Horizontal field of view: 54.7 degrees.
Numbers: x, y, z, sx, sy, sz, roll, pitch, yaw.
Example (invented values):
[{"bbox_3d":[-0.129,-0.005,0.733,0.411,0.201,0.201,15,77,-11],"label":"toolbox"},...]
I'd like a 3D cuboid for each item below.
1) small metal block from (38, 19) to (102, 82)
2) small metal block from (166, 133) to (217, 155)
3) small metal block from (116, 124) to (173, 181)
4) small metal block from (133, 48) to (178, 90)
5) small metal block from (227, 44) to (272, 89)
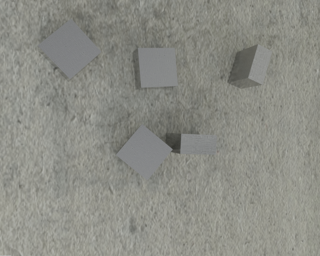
[{"bbox_3d":[-0.108,-0.092,0.370,0.050,0.025,0.050,-46,105,-14],"label":"small metal block"},{"bbox_3d":[0.040,0.020,0.412,0.050,0.050,0.025,3,89,-21],"label":"small metal block"},{"bbox_3d":[-0.021,0.031,0.396,0.050,0.025,0.050,40,81,-5],"label":"small metal block"},{"bbox_3d":[-0.006,-0.078,0.408,0.050,0.025,0.050,-6,92,-20],"label":"small metal block"},{"bbox_3d":[0.128,-0.087,0.445,0.025,0.050,0.050,20,83,-19],"label":"small metal block"}]
